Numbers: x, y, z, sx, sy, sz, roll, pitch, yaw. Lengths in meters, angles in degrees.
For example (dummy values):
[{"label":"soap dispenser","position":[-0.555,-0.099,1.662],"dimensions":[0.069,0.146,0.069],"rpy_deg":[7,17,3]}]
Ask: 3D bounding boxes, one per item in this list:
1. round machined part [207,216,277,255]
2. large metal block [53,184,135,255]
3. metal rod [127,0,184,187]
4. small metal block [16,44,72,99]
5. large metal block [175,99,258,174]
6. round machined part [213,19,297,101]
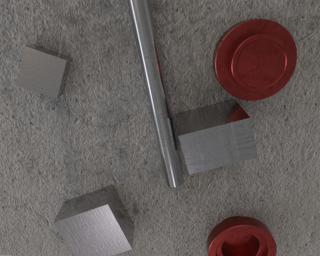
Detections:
[{"label":"round machined part","position":[0.119,0.173,0.466],"dimensions":[0.099,0.042,0.097],"rpy_deg":[0,110,0]},{"label":"large metal block","position":[-0.091,0.140,0.447],"dimensions":[0.080,0.050,0.080],"rpy_deg":[-21,109,7]},{"label":"metal rod","position":[-0.007,-0.060,0.387],"dimensions":[0.025,0.025,0.298],"rpy_deg":[-10,110,4]},{"label":"small metal block","position":[-0.142,-0.070,0.383],"dimensions":[0.050,0.025,0.050],"rpy_deg":[18,109,-7]},{"label":"large metal block","position":[0.066,0.007,0.384],"dimensions":[0.080,0.080,0.050],"rpy_deg":[-15,110,5]},{"label":"round machined part","position":[0.116,-0.080,0.372],"dimensions":[0.099,0.042,0.097],"rpy_deg":[0,110,0]}]
